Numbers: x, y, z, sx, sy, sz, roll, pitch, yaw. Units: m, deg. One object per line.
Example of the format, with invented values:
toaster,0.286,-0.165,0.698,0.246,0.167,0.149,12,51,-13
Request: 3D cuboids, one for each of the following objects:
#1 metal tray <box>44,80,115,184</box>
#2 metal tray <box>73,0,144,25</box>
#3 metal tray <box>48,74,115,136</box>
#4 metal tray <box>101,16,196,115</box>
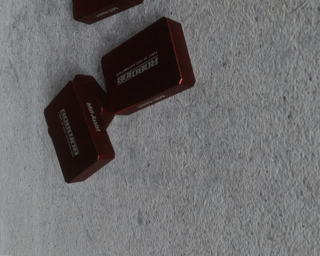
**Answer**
metal tray,-0.125,0.006,0.465,0.090,0.030,0.130,-37,68,34
metal tray,-0.082,-0.220,0.470,0.130,0.030,0.089,-4,88,40
metal tray,-0.132,-0.011,0.511,0.090,0.030,0.129,51,120,27
metal tray,-0.021,-0.078,0.419,0.130,0.030,0.090,-20,77,38
